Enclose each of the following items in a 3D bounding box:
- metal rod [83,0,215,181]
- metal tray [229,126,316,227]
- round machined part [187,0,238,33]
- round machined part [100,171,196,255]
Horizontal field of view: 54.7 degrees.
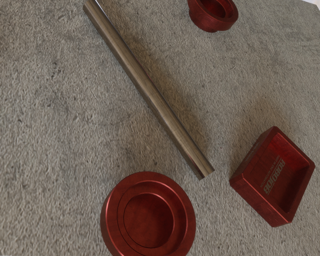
[{"bbox_3d":[-0.021,-0.060,0.430,0.025,0.025,0.299,-25,76,-37],"label":"metal rod"},{"bbox_3d":[0.168,0.066,0.452,0.090,0.030,0.131,45,51,3],"label":"metal tray"},{"bbox_3d":[0.094,-0.218,0.579,0.099,0.042,0.098,14,56,-21],"label":"round machined part"},{"bbox_3d":[-0.015,0.099,0.326,0.099,0.042,0.098,14,56,-21],"label":"round machined part"}]
